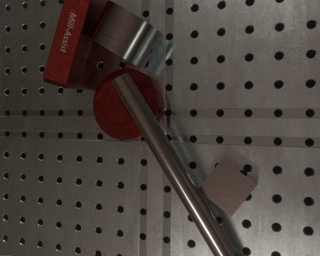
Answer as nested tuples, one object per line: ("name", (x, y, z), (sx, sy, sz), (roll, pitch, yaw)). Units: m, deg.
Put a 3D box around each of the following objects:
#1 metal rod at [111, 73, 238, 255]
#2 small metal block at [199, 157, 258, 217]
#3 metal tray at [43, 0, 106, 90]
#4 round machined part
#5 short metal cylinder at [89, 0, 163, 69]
("metal rod", (0.028, 0.068, 0.376), (0.025, 0.025, 0.299), (-31, 90, 17))
("small metal block", (0.084, 0.071, 0.383), (0.050, 0.025, 0.050), (38, 102, 15))
("metal tray", (-0.107, -0.118, 0.412), (0.030, 0.090, 0.129), (18, 96, 0))
("round machined part", (-0.048, -0.032, 0.420), (0.098, 0.042, 0.097), (0, 89, 19))
("short metal cylinder", (-0.043, -0.119, 0.398), (0.080, 0.080, 0.050), (34, 101, 16))
